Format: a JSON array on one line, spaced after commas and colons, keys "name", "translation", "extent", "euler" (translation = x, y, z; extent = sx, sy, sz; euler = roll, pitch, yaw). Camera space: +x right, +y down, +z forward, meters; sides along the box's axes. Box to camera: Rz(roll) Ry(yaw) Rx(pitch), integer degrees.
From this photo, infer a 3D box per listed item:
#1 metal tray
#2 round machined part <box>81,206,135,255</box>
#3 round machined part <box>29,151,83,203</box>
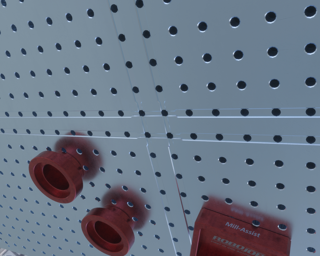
[{"name": "metal tray", "translation": [0.114, 0.180, 0.458], "extent": [0.130, 0.030, 0.089], "euler": [15, 125, 19]}, {"name": "round machined part", "translation": [-0.088, 0.180, 0.556], "extent": [0.098, 0.042, 0.097], "euler": [13, 124, 20]}, {"name": "round machined part", "translation": [-0.174, 0.080, 0.539], "extent": [0.098, 0.042, 0.097], "euler": [13, 124, 20]}]
